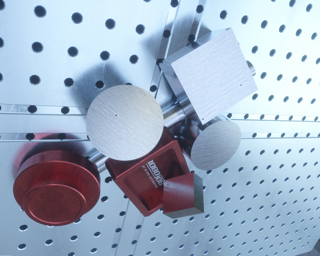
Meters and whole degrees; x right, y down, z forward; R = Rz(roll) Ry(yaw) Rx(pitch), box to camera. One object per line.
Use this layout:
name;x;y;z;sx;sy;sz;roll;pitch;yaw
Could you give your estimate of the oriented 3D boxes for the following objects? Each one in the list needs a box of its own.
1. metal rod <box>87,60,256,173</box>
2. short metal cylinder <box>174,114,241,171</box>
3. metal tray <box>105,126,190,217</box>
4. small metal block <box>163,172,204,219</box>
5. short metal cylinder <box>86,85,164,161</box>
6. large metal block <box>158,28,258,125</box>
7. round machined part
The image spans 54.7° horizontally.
metal rod;-0.003;-0.003;0.410;0.301;0.025;0.025;-32;129;-7
short metal cylinder;0.066;0.013;0.438;0.081;0.050;0.079;-14;124;-21
metal tray;-0.007;0.065;0.425;0.090;0.030;0.130;-33;142;-7
small metal block;0.032;0.095;0.434;0.050;0.050;0.025;-21;139;30
short metal cylinder;-0.037;-0.003;0.346;0.081;0.050;0.080;0;82;-3
large metal block;0.057;-0.062;0.372;0.080;0.050;0.080;-32;109;-7
round machined part;-0.121;0.077;0.365;0.099;0.042;0.097;-5;124;-7
